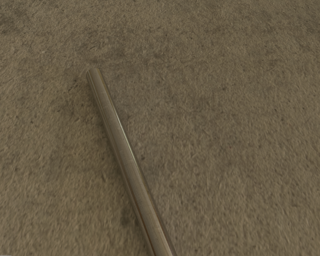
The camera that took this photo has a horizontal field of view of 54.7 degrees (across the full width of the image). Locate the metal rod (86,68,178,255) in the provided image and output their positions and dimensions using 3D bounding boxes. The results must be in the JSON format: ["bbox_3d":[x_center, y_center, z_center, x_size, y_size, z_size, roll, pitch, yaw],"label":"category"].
[{"bbox_3d":[-0.046,0.027,0.380,0.025,0.025,0.300,-16,52,-14],"label":"metal rod"}]
